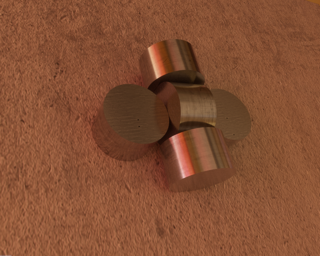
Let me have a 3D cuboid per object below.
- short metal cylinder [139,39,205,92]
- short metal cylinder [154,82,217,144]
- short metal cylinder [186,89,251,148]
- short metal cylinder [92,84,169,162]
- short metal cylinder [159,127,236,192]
[{"bbox_3d":[0.015,-0.075,0.424,0.081,0.080,0.050,0,62,-28],"label":"short metal cylinder"},{"bbox_3d":[0.027,-0.017,0.396,0.050,0.080,0.080,0,62,-28],"label":"short metal cylinder"},{"bbox_3d":[0.080,-0.008,0.436,0.081,0.050,0.080,13,57,-21],"label":"short metal cylinder"},{"bbox_3d":[-0.036,-0.006,0.373,0.081,0.050,0.080,14,55,-21],"label":"short metal cylinder"},{"bbox_3d":[0.044,0.040,0.370,0.081,0.080,0.050,0,62,-28],"label":"short metal cylinder"}]
